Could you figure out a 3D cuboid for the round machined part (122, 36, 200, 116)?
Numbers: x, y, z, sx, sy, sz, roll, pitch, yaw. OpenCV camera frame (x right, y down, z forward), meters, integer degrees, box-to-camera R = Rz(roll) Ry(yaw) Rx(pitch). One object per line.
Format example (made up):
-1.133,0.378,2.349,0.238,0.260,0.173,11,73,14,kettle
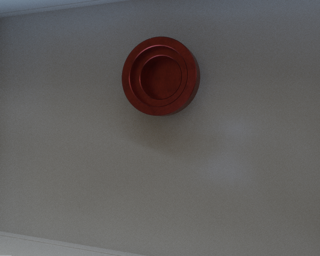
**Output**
0.004,-0.064,0.400,0.098,0.042,0.097,0,90,20,round machined part
